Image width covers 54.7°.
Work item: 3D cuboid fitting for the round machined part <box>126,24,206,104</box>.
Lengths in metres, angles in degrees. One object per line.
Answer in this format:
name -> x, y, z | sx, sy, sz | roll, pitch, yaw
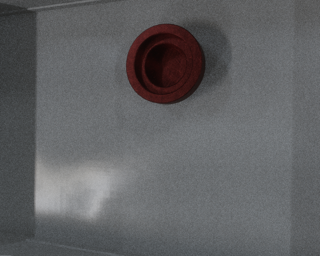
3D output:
round machined part -> 0.010, -0.079, 0.397 | 0.098, 0.042, 0.097 | 0, 90, 19
